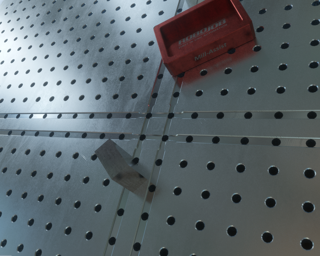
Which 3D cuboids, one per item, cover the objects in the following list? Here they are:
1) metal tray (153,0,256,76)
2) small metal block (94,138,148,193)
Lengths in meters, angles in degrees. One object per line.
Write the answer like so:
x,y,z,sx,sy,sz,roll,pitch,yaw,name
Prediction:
0.061,-0.142,0.458,0.130,0.030,0.090,-23,53,13,metal tray
-0.048,0.047,0.387,0.025,0.050,0.050,-42,51,0,small metal block
